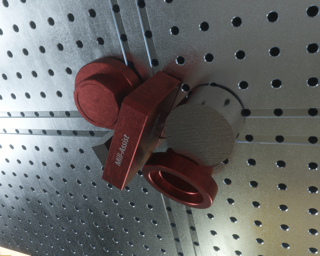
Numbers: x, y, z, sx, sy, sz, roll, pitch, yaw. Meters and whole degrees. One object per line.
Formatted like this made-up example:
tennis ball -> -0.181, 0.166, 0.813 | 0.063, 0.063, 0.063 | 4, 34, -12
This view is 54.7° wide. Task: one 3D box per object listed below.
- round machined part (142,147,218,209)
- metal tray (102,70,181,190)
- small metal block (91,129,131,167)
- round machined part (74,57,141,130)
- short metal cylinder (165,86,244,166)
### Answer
round machined part -> 0.030, 0.060, 0.402 | 0.098, 0.042, 0.098 | 23, 151, 14
metal tray -> -0.024, 0.004, 0.379 | 0.030, 0.090, 0.129 | 29, 128, 10
small metal block -> -0.062, 0.032, 0.442 | 0.025, 0.050, 0.050 | -16, 110, 34
round machined part -> -0.073, -0.039, 0.408 | 0.098, 0.042, 0.097 | 13, 124, 21
short metal cylinder -> 0.052, -0.003, 0.360 | 0.080, 0.050, 0.079 | 13, 124, 21
